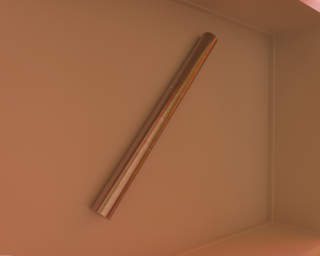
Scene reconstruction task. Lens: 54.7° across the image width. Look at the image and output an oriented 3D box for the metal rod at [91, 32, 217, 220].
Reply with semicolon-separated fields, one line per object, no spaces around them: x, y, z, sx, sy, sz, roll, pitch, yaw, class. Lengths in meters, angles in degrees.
0.004;-0.019;0.411;0.025;0.025;0.300;47;62;-31;metal rod
